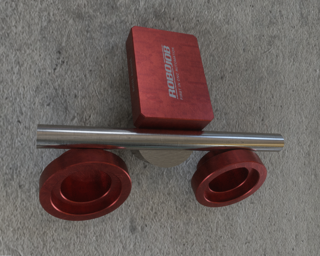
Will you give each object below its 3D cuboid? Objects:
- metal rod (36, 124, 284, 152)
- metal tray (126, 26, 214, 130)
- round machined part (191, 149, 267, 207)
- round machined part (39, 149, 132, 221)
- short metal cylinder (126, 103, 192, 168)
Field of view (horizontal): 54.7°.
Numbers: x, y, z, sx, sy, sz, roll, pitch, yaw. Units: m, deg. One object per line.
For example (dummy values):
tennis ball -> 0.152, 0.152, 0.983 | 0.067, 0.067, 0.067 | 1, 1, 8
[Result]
metal rod -> 0.017, 0.014, 0.365 | 0.303, 0.025, 0.025 | 2, 89, -21
metal tray -> 0.009, -0.062, 0.383 | 0.091, 0.030, 0.130 | 2, 63, -20
round machined part -> 0.088, 0.061, 0.417 | 0.099, 0.042, 0.097 | -10, 136, -10
round machined part -> -0.085, 0.059, 0.353 | 0.099, 0.042, 0.097 | -11, 132, -12
short metal cylinder -> 0.001, 0.008, 0.399 | 0.081, 0.050, 0.079 | 0, 90, -21
